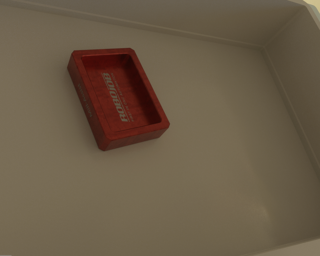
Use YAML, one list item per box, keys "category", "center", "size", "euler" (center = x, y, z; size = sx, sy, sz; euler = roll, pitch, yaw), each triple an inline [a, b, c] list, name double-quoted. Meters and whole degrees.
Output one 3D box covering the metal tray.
- category: "metal tray"
  center: [-0.054, -0.042, 0.399]
  size: [0.091, 0.030, 0.130]
  euler: [-13, 68, -34]
